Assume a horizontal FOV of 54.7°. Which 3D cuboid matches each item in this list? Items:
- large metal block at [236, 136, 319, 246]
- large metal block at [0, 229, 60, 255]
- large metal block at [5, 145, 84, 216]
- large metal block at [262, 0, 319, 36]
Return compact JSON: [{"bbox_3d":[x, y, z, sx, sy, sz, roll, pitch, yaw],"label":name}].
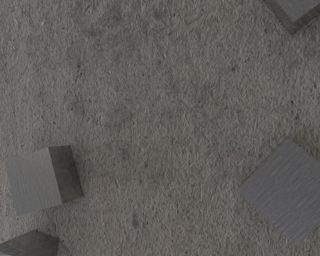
[{"bbox_3d":[0.146,0.066,0.344,0.080,0.050,0.080,43,103,15],"label":"large metal block"},{"bbox_3d":[-0.198,0.205,0.450,0.050,0.080,0.079,10,94,20],"label":"large metal block"},{"bbox_3d":[-0.169,0.076,0.456,0.080,0.050,0.080,-18,84,19],"label":"large metal block"},{"bbox_3d":[0.156,-0.165,0.340,0.080,0.050,0.080,-36,79,16],"label":"large metal block"}]
